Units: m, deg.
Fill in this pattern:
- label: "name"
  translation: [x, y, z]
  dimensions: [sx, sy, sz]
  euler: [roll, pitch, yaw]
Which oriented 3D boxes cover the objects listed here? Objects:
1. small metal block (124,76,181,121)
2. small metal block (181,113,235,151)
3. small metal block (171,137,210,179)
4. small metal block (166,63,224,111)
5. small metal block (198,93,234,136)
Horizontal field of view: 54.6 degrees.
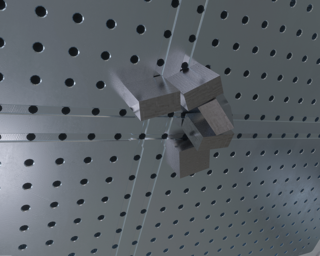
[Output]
- label: "small metal block"
  translation: [-0.010, -0.037, 0.367]
  dimensions: [0.050, 0.050, 0.025]
  euler: [-16, 125, -19]
- label: "small metal block"
  translation: [0.065, 0.003, 0.429]
  dimensions: [0.050, 0.050, 0.025]
  euler: [-5, 132, -26]
- label: "small metal block"
  translation: [0.046, 0.041, 0.461]
  dimensions: [0.050, 0.025, 0.050]
  euler: [-17, 125, -19]
- label: "small metal block"
  translation: [0.042, -0.052, 0.384]
  dimensions: [0.050, 0.050, 0.025]
  euler: [-28, 127, -11]
- label: "small metal block"
  translation: [0.073, -0.027, 0.407]
  dimensions: [0.025, 0.050, 0.050]
  euler: [-25, 120, 23]
